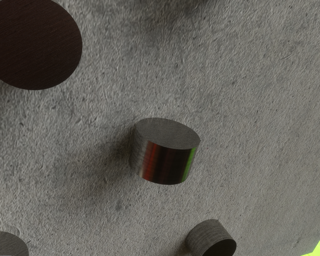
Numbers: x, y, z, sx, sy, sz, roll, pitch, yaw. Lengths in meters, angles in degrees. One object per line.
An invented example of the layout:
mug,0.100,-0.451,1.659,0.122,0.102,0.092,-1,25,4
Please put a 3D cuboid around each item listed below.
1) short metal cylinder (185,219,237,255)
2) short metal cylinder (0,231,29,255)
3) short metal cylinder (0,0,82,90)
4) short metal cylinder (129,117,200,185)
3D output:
short metal cylinder,0.094,0.218,0.576,0.081,0.050,0.079,-14,124,-21
short metal cylinder,-0.202,0.170,0.366,0.081,0.080,0.050,7,115,-32
short metal cylinder,-0.116,-0.080,0.278,0.081,0.050,0.079,-14,124,-21
short metal cylinder,0.005,0.027,0.390,0.081,0.080,0.050,0,118,-29
